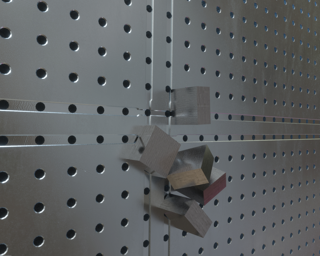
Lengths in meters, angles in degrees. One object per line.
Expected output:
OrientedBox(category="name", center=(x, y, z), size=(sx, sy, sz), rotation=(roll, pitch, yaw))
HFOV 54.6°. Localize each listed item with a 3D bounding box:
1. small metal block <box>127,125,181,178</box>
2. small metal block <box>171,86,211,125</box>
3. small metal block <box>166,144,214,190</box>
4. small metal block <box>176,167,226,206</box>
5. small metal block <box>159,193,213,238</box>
OrientedBox(category="small metal block", center=(-0.006, 0.031, 0.403), size=(0.050, 0.025, 0.050), rotation=(38, 67, -33))
OrientedBox(category="small metal block", center=(0.042, -0.030, 0.427), size=(0.025, 0.050, 0.050), rotation=(-3, 92, -40))
OrientedBox(category="small metal block", center=(0.041, 0.052, 0.415), size=(0.025, 0.050, 0.050), rotation=(60, 30, -23))
OrientedBox(category="small metal block", center=(0.058, 0.076, 0.437), size=(0.050, 0.050, 0.025), rotation=(-29, 125, -36))
OrientedBox(category="small metal block", center=(0.035, 0.118, 0.421), size=(0.025, 0.050, 0.050), rotation=(-52, 120, -27))
